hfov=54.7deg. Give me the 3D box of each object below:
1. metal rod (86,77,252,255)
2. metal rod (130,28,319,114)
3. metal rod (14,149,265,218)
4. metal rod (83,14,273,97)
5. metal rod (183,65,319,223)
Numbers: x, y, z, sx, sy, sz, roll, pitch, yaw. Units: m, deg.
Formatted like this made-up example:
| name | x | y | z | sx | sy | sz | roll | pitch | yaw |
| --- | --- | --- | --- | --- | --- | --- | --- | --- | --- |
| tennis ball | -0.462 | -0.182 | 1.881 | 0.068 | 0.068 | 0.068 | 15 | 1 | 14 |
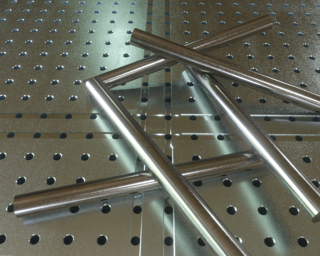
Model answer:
| name | x | y | z | sx | sy | sz | roll | pitch | yaw |
| --- | --- | --- | --- | --- | --- | --- | --- | --- | --- |
| metal rod | -0.011 | 0.030 | 0.349 | 0.025 | 0.025 | 0.300 | -27 | 52 | -21 |
| metal rod | 0.102 | -0.080 | 0.441 | 0.301 | 0.025 | 0.025 | 21 | 52 | 3 |
| metal rod | -0.006 | 0.059 | 0.357 | 0.302 | 0.025 | 0.025 | -10 | 51 | -9 |
| metal rod | 0.031 | -0.113 | 0.472 | 0.302 | 0.025 | 0.025 | -21 | 53 | -6 |
| metal rod | 0.101 | -0.013 | 0.394 | 0.025 | 0.025 | 0.300 | -16 | 44 | -13 |
